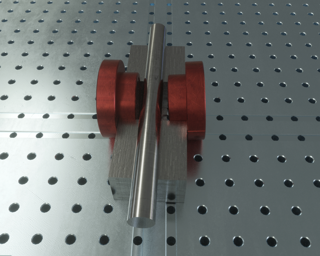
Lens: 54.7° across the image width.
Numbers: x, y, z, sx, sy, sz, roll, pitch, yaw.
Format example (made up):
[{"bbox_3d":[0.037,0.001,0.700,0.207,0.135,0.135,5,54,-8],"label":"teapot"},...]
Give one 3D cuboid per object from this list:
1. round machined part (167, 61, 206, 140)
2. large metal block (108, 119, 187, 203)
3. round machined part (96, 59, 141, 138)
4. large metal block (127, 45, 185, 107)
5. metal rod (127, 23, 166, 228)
[{"bbox_3d":[0.033,-0.033,0.388,0.042,0.098,0.098,-2,50,5],"label":"round machined part"},{"bbox_3d":[-0.011,0.037,0.360,0.080,0.050,0.080,2,50,2],"label":"large metal block"},{"bbox_3d":[-0.048,-0.036,0.389,0.042,0.097,0.098,1,50,1],"label":"round machined part"},{"bbox_3d":[-0.005,-0.076,0.455,0.080,0.050,0.080,2,50,1],"label":"large metal block"},{"bbox_3d":[-0.010,-0.031,0.369,0.025,0.025,0.300,2,50,2],"label":"metal rod"}]
